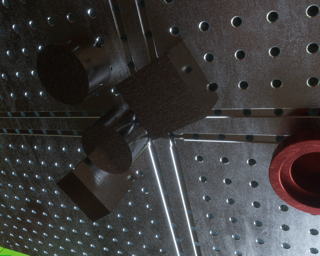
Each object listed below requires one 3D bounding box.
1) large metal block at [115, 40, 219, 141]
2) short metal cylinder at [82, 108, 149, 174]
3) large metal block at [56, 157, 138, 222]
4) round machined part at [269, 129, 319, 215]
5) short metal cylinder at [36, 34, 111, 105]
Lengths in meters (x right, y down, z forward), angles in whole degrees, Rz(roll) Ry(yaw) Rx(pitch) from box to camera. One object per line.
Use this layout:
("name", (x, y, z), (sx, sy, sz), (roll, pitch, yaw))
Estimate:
("large metal block", (0.009, -0.042, 0.364), (0.080, 0.050, 0.080), (-25, 105, 37))
("short metal cylinder", (-0.062, 0.018, 0.439), (0.080, 0.050, 0.079), (13, 124, 21))
("large metal block", (-0.094, 0.081, 0.476), (0.080, 0.080, 0.050), (49, 129, -7))
("round machined part", (0.173, 0.044, 0.336), (0.098, 0.042, 0.097), (13, 124, 21))
("short metal cylinder", (-0.112, -0.077, 0.407), (0.080, 0.050, 0.079), (13, 124, 21))
